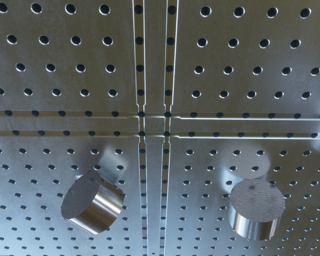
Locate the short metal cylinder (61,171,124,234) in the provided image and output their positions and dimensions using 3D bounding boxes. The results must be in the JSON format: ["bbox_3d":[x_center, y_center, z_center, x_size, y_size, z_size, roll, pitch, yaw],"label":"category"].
[{"bbox_3d":[-0.102,0.112,0.470,0.080,0.080,0.050,-30,124,22],"label":"short metal cylinder"}]

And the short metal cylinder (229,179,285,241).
[{"bbox_3d":[0.150,0.127,0.486,0.080,0.080,0.050,-4,130,3],"label":"short metal cylinder"}]
